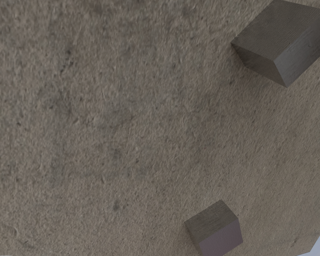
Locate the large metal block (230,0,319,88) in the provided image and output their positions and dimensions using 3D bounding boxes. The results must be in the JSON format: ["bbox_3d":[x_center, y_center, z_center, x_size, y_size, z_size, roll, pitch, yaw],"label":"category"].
[{"bbox_3d":[0.152,-0.108,0.390,0.080,0.080,0.050,-45,130,2],"label":"large metal block"}]

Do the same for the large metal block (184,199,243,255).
[{"bbox_3d":[0.099,0.191,0.566,0.080,0.050,0.080,-28,128,-11],"label":"large metal block"}]
